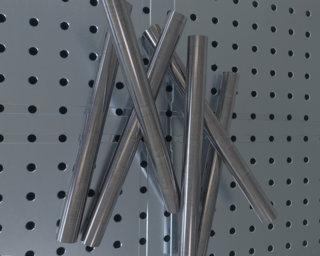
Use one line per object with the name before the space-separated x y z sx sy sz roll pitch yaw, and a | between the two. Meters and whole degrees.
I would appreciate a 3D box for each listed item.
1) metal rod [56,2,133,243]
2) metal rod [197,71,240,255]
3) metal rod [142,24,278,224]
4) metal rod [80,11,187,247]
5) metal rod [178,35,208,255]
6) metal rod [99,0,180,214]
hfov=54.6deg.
metal rod | -0.079 -0.012 0.383 0.025 0.025 0.299 14 85 -20
metal rod | 0.074 0.068 0.439 0.025 0.025 0.299 13 86 -20
metal rod | 0.068 -0.004 0.415 0.025 0.025 0.299 -34 93 -17
metal rod | -0.032 0.001 0.383 0.025 0.025 0.299 21 89 -19
metal rod | 0.041 0.037 0.395 0.025 0.025 0.298 0 96 -20
metal rod | -0.016 -0.021 0.355 0.025 0.025 0.299 -25 118 -18
